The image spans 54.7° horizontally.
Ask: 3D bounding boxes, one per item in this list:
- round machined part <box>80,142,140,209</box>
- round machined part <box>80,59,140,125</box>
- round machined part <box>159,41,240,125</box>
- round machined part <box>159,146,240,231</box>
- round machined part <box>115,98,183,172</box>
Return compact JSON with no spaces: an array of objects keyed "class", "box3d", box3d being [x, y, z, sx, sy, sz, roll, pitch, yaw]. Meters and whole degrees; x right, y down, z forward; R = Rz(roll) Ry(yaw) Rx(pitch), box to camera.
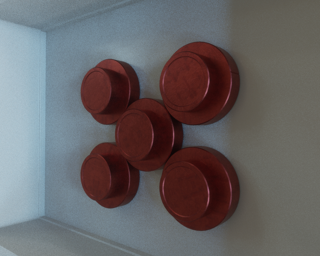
[{"class":"round machined part","box3d":[-0.080,0.070,0.457,0.098,0.042,0.097,0,90,39]},{"class":"round machined part","box3d":[-0.080,-0.053,0.457,0.098,0.042,0.097,0,90,39]},{"class":"round machined part","box3d":[0.038,-0.052,0.361,0.098,0.042,0.097,0,90,39]},{"class":"round machined part","box3d":[0.038,0.071,0.361,0.098,0.042,0.097,0,90,39]},{"class":"round machined part","box3d":[-0.021,0.009,0.409,0.098,0.042,0.097,0,90,39]}]
